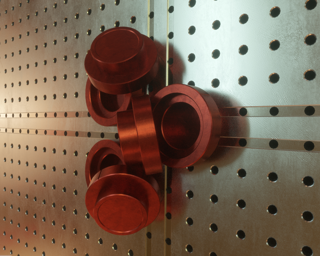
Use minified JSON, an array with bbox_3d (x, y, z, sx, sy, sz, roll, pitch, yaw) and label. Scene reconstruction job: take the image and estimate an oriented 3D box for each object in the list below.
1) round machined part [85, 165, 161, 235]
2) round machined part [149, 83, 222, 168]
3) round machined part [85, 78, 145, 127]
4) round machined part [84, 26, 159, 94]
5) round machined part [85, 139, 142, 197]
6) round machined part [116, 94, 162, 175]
[{"bbox_3d":[-0.049,0.099,0.402,0.099,0.042,0.097,1,117,1],"label":"round machined part"},{"bbox_3d":[0.031,-0.003,0.373,0.098,0.042,0.097,0,90,40],"label":"round machined part"},{"bbox_3d":[-0.061,-0.051,0.449,0.098,0.042,0.097,0,90,40],"label":"round machined part"},{"bbox_3d":[-0.051,-0.094,0.406,0.098,0.042,0.098,-4,56,6],"label":"round machined part"},{"bbox_3d":[-0.062,0.065,0.450,0.098,0.042,0.097,0,90,40],"label":"round machined part"},{"bbox_3d":[-0.027,0.010,0.382,0.042,0.098,0.098,-10,81,-3],"label":"round machined part"}]
